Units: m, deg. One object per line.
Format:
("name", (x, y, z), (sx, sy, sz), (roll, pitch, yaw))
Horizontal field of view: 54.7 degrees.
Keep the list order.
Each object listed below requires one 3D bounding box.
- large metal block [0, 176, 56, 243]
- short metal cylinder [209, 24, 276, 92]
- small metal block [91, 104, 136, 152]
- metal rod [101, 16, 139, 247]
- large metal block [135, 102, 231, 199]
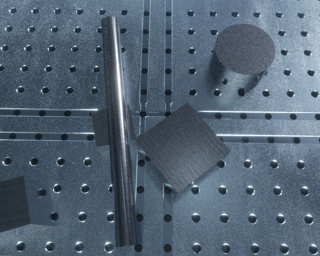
("large metal block", (-0.173, 0.096, 0.346), (0.081, 0.080, 0.050), (-15, 71, -6))
("short metal cylinder", (0.113, -0.098, 0.436), (0.081, 0.050, 0.080), (0, 70, 0))
("small metal block", (-0.061, 0.001, 0.411), (0.050, 0.025, 0.050), (-11, 71, -5))
("metal rod", (-0.053, -0.011, 0.388), (0.025, 0.025, 0.299), (-6, 70, -3))
("large metal block", (0.027, 0.029, 0.388), (0.080, 0.050, 0.080), (-36, 74, -12))
